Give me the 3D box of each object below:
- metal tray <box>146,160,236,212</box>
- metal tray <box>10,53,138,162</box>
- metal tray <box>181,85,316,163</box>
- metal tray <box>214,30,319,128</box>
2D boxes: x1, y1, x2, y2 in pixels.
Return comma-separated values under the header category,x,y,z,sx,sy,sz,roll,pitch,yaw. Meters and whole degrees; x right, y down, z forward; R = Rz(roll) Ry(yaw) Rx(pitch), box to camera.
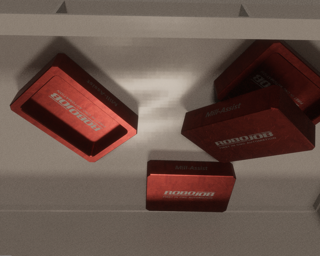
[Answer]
category,x,y,z,sx,sy,sz,roll,pitch,yaw
metal tray,0.044,0.093,0.486,0.131,0.030,0.089,2,130,-2
metal tray,-0.102,-0.019,0.388,0.090,0.030,0.130,-34,123,25
metal tray,0.102,0.002,0.371,0.090,0.030,0.130,35,146,-31
metal tray,0.142,-0.043,0.371,0.131,0.030,0.090,30,124,-24
